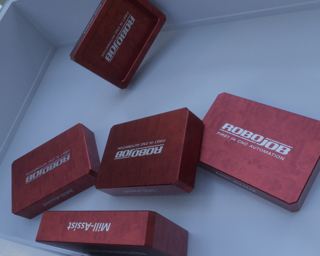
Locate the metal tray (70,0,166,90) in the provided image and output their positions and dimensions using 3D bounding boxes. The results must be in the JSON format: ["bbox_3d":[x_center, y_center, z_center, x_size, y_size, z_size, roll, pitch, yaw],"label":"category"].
[{"bbox_3d":[-0.061,-0.135,0.459,0.130,0.090,0.030,-60,30,1],"label":"metal tray"}]

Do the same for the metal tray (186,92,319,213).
[{"bbox_3d":[0.103,0.020,0.336,0.130,0.030,0.090,24,74,36],"label":"metal tray"}]

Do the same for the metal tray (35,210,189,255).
[{"bbox_3d":[-0.047,0.112,0.320,0.130,0.090,0.030,-7,59,24],"label":"metal tray"}]

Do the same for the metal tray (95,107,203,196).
[{"bbox_3d":[-0.016,0.032,0.371,0.130,0.030,0.090,-12,55,39],"label":"metal tray"}]

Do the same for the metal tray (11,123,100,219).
[{"bbox_3d":[-0.151,0.061,0.445,0.130,0.030,0.090,-29,52,9],"label":"metal tray"}]
